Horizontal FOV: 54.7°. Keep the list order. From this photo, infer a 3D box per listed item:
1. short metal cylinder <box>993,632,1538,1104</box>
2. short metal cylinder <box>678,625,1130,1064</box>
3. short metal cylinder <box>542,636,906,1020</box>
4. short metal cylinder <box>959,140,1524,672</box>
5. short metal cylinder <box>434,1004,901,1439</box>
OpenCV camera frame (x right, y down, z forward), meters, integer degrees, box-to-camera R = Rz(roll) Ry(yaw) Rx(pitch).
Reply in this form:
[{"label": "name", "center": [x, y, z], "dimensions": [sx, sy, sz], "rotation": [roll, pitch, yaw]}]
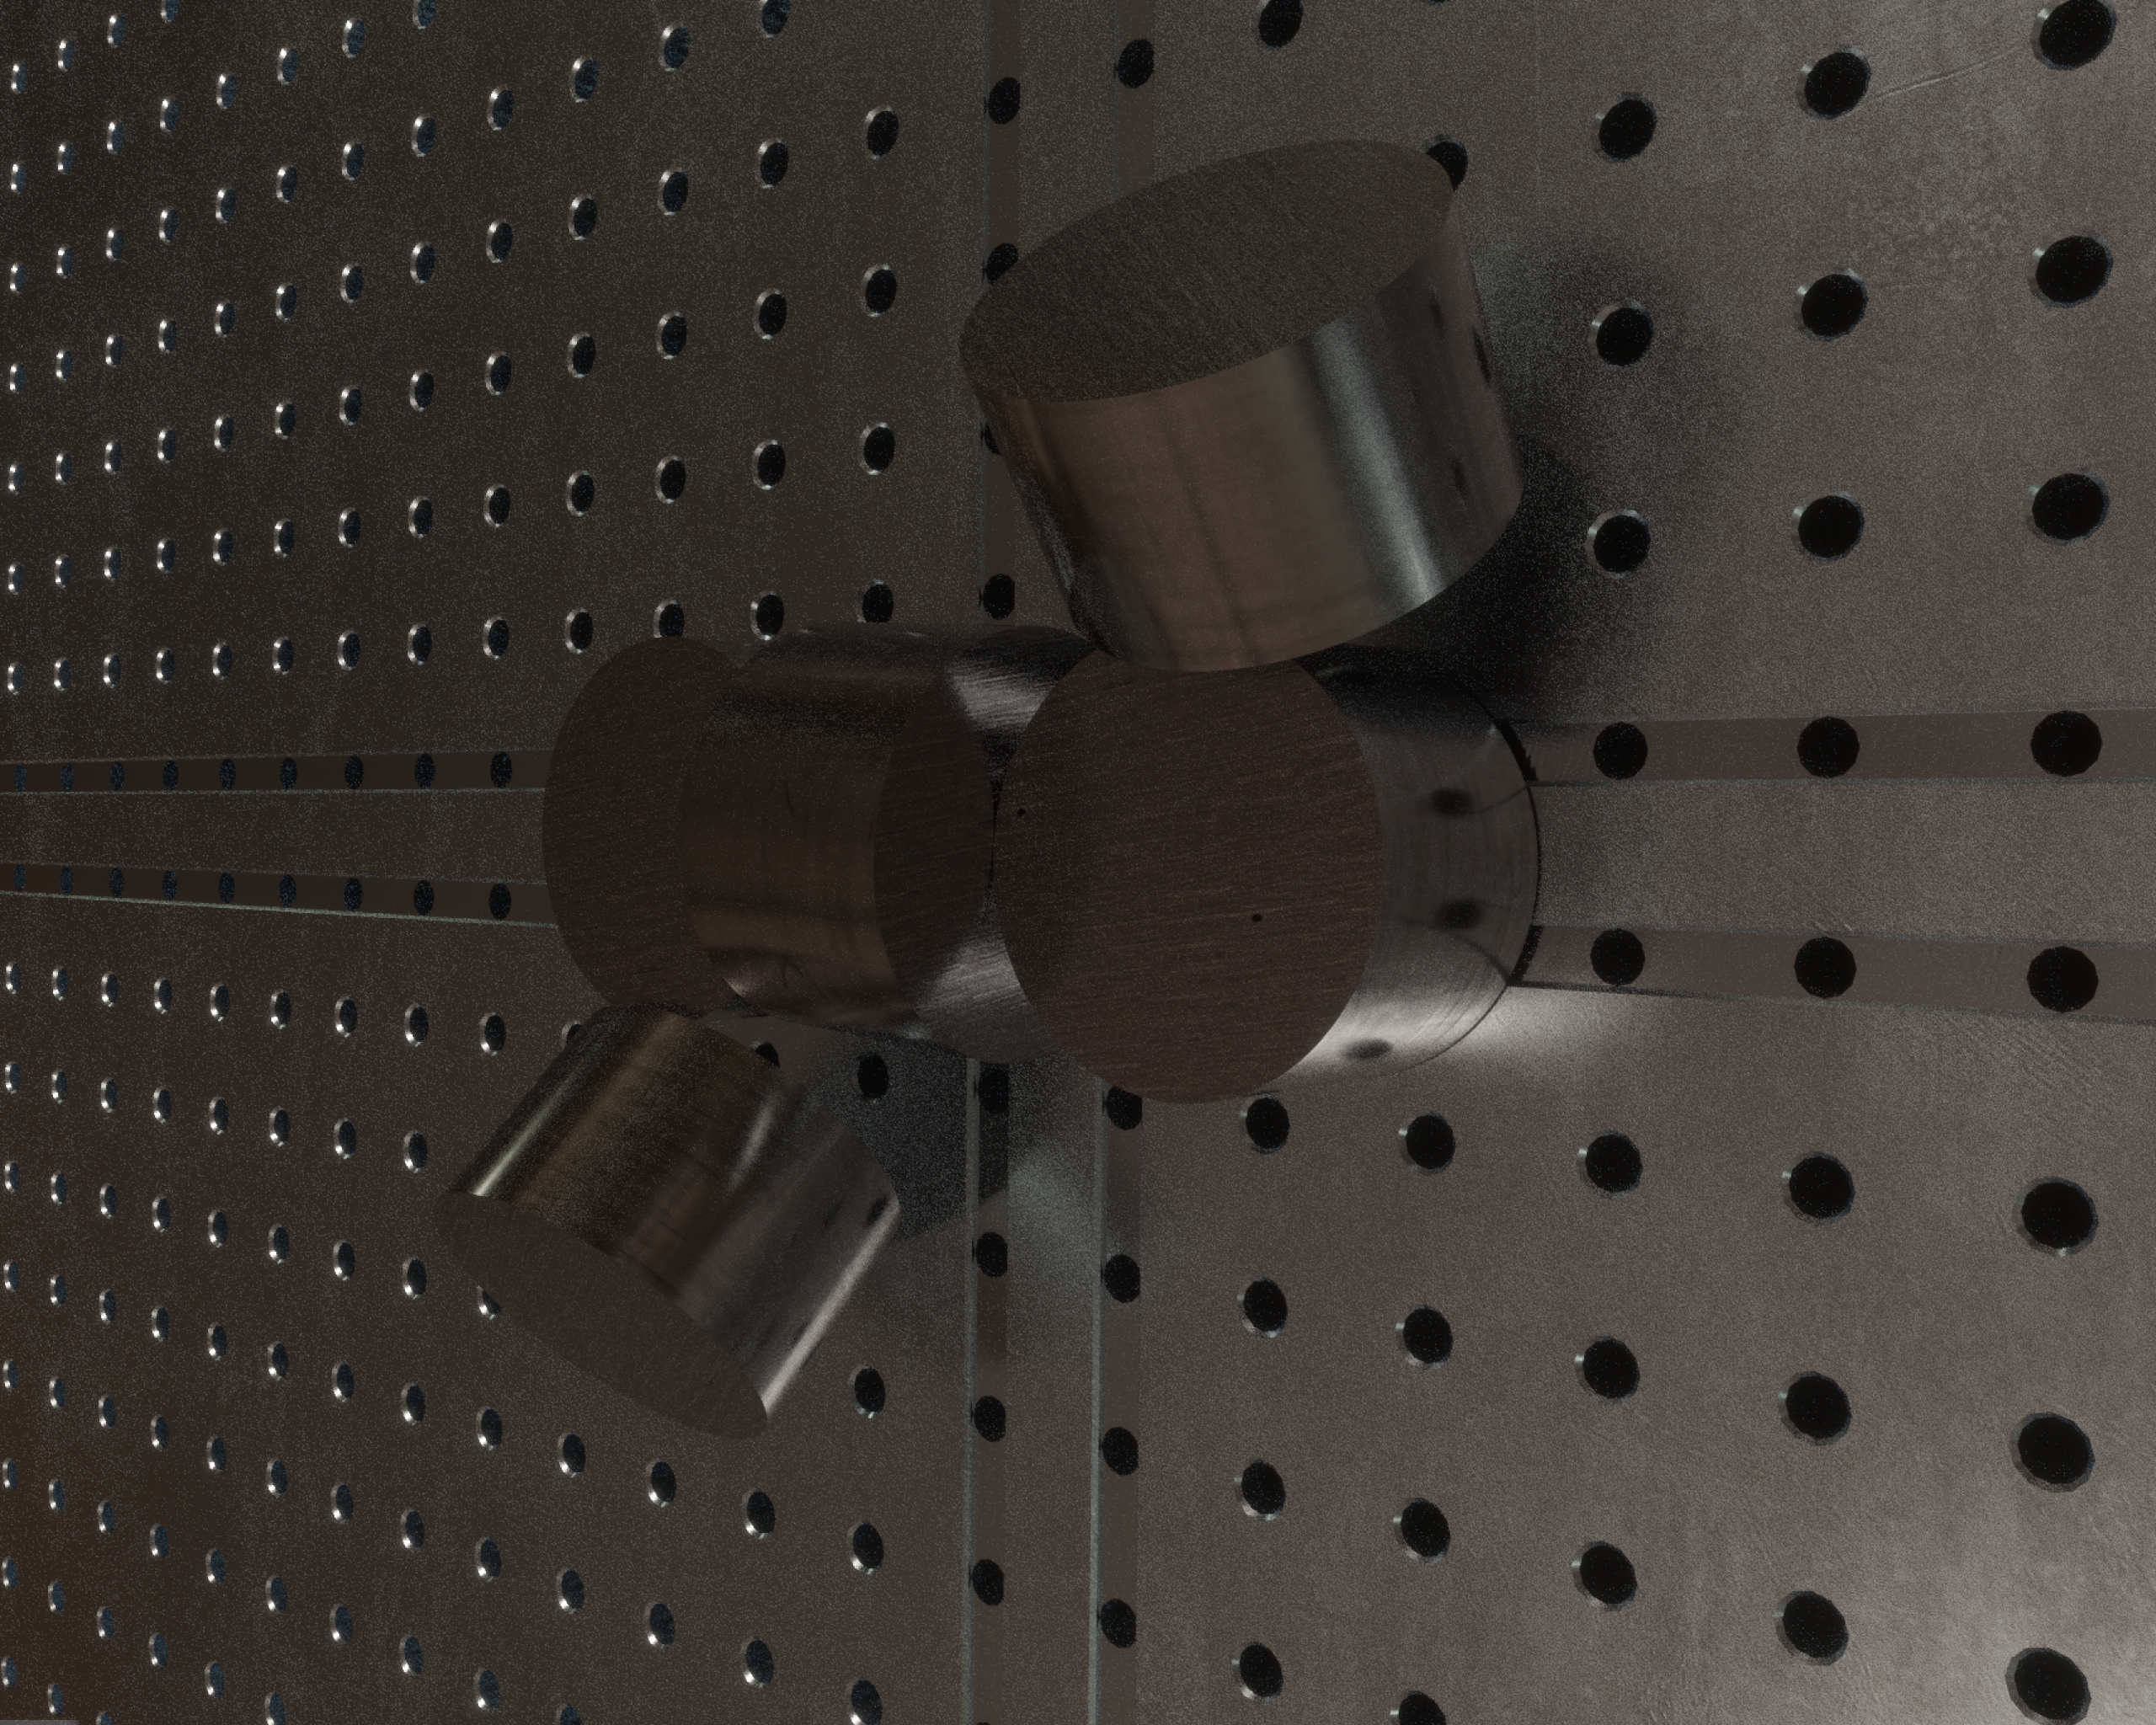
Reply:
[{"label": "short metal cylinder", "center": [0.032, 0.000, 0.364], "dimensions": [0.080, 0.050, 0.079], "rotation": [0, 90, 39]}, {"label": "short metal cylinder", "center": [-0.028, -0.005, 0.394], "dimensions": [0.050, 0.081, 0.079], "rotation": [6, 94, 39]}, {"label": "short metal cylinder", "center": [-0.069, -0.007, 0.447], "dimensions": [0.080, 0.050, 0.079], "rotation": [0, 90, 39]}, {"label": "short metal cylinder", "center": [0.027, -0.075, 0.341], "dimensions": [0.080, 0.080, 0.050], "rotation": [11, 139, 39]}, {"label": "short metal cylinder", "center": [-0.084, 0.075, 0.433], "dimensions": [0.080, 0.050, 0.080], "rotation": [23, 146, 17]}]
